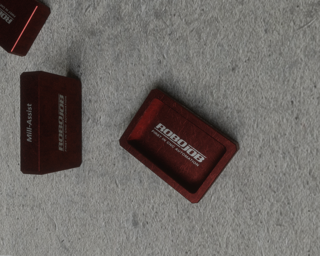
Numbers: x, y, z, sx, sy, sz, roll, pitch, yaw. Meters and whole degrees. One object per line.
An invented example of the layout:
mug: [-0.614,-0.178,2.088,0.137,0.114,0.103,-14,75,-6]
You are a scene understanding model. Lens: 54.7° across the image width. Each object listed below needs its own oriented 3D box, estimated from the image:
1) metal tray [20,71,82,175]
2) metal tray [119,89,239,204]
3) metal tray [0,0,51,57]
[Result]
metal tray: [-0.146,-0.007,0.426,0.030,0.090,0.129,0,90,20]
metal tray: [0.022,0.021,0.398,0.130,0.030,0.090,37,102,16]
metal tray: [-0.247,-0.187,0.493,0.130,0.030,0.090,39,102,15]
